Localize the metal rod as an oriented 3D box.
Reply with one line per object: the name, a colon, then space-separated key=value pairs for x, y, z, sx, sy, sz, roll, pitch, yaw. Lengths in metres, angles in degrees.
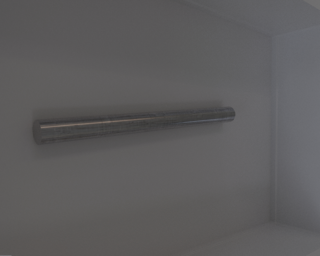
metal rod: x=-0.005 y=-0.009 z=0.401 sx=0.302 sy=0.025 sz=0.025 roll=-7 pitch=94 yaw=-40
